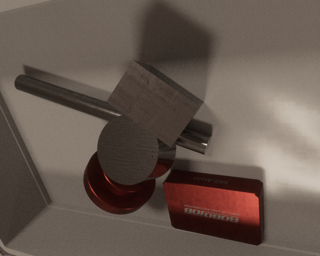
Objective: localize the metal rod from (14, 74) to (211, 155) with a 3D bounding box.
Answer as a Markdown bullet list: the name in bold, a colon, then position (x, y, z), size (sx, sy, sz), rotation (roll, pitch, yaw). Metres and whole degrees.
- **metal rod**: position (-0.076, -0.024, 0.432), size (0.301, 0.025, 0.025), rotation (19, 126, 16)

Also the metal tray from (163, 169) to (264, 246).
- **metal tray**: position (0.075, 0.109, 0.433), size (0.130, 0.030, 0.089), rotation (3, 120, 26)

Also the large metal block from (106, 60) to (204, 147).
- **large metal block**: position (0.000, -0.029, 0.345), size (0.080, 0.080, 0.050), rotation (35, 103, 4)

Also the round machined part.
- **round machined part**: position (-0.051, 0.064, 0.423), size (0.098, 0.098, 0.042), rotation (38, 137, 2)

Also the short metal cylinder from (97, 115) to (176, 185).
- **short metal cylinder**: position (-0.027, 0.025, 0.372), size (0.080, 0.050, 0.080), rotation (-1, 88, 25)
